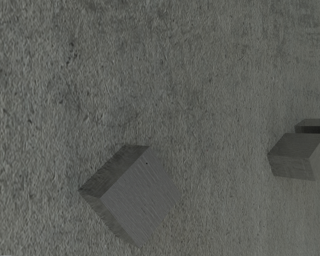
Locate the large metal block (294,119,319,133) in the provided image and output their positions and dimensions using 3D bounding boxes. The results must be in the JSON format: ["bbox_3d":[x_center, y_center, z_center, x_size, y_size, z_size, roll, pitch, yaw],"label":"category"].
[{"bbox_3d":[0.341,0.025,0.654,0.050,0.080,0.080,-24,106,-37],"label":"large metal block"}]

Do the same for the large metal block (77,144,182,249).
[{"bbox_3d":[-0.033,0.076,0.361,0.080,0.050,0.080,-46,118,-30],"label":"large metal block"}]

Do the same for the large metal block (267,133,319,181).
[{"bbox_3d":[0.266,0.052,0.592,0.080,0.080,0.050,-38,114,-33],"label":"large metal block"}]
